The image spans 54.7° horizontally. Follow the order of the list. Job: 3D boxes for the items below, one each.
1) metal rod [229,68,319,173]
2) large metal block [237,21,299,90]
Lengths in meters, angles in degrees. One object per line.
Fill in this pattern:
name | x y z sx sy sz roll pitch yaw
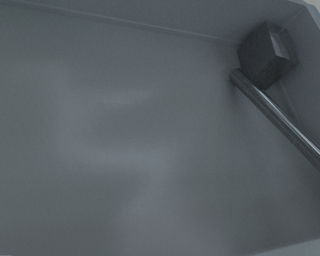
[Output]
metal rod | 0.181 0.001 0.432 0.025 0.025 0.300 3 38 -27
large metal block | 0.189 -0.127 0.553 0.050 0.080 0.080 11 57 -23
